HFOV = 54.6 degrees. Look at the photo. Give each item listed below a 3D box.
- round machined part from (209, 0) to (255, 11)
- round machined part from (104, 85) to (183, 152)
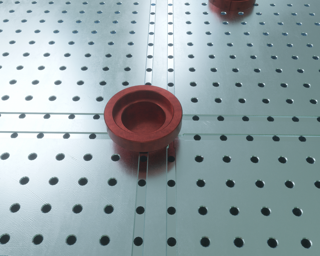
[{"bbox_3d":[0.151,-0.286,0.638,0.099,0.042,0.098,0,50,0],"label":"round machined part"},{"bbox_3d":[-0.021,-0.008,0.403,0.099,0.042,0.098,0,50,0],"label":"round machined part"}]
